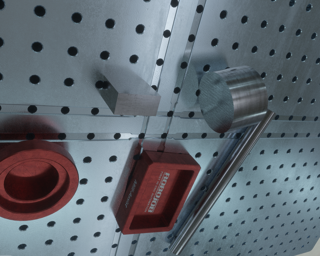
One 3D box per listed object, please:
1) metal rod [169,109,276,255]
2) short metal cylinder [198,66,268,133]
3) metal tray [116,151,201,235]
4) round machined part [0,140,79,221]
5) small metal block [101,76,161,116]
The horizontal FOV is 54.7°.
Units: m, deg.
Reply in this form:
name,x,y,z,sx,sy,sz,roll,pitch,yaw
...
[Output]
name,x,y,z,sx,sy,sz,roll,pitch,yaw
metal rod,0.099,0.096,0.524,0.025,0.025,0.298,19,108,-36
short metal cylinder,0.092,-0.037,0.403,0.050,0.080,0.079,-14,124,-21
metal tray,-0.004,0.100,0.467,0.091,0.030,0.129,8,114,-32
round machined part,-0.147,0.055,0.354,0.099,0.042,0.097,-14,124,-21
small metal block,-0.034,-0.036,0.354,0.050,0.050,0.025,1,118,-29
